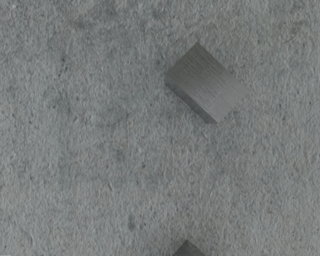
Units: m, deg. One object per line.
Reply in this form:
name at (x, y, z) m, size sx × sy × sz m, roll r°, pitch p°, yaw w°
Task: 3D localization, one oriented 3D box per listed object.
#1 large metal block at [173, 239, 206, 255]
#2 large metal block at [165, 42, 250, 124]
large metal block at (0.029, 0.199, 0.383) m, size 0.050 × 0.080 × 0.080 m, roll 42°, pitch 90°, yaw -1°
large metal block at (0.053, -0.051, 0.383) m, size 0.080 × 0.080 × 0.050 m, roll 43°, pitch 90°, yaw -1°
